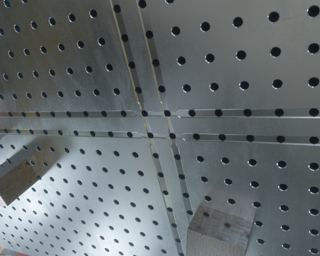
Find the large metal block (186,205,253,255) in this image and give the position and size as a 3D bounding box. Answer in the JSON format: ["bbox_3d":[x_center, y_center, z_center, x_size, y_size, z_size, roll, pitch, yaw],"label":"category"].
[{"bbox_3d":[0.085,0.170,0.456,0.080,0.050,0.080,14,124,21],"label":"large metal block"}]

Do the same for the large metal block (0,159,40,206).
[{"bbox_3d":[-0.300,0.106,0.601,0.080,0.080,0.050,-11,113,33],"label":"large metal block"}]
